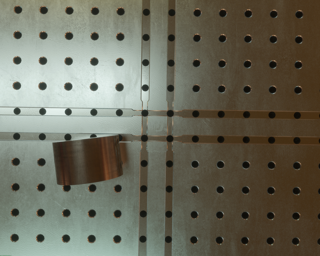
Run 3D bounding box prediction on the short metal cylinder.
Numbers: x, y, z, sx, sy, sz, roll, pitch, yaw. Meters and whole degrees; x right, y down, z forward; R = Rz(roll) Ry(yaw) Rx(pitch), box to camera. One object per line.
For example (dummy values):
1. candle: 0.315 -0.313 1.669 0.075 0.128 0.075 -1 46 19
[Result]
1. short metal cylinder: -0.089 0.038 0.385 0.080 0.080 0.050 -7 90 0
